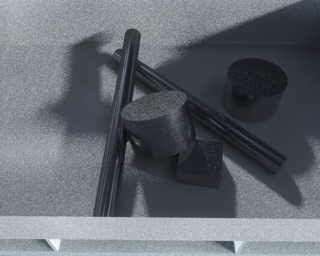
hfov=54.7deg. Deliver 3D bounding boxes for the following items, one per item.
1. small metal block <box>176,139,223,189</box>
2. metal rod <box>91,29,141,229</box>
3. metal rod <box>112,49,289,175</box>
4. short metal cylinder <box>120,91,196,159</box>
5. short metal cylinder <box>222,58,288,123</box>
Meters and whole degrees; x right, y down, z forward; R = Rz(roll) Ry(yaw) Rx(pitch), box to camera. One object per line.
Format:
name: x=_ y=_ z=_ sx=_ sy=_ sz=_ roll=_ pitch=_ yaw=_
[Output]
small metal block: x=0.048 y=0.041 z=0.371 sx=0.050 sy=0.025 sz=0.050 roll=7 pitch=50 yaw=5
metal rod: x=-0.050 y=-0.023 z=0.404 sx=0.025 sy=0.025 sz=0.300 roll=3 pitch=56 yaw=2
metal rod: x=0.039 y=-0.036 z=0.435 sx=0.300 sy=0.025 sz=0.025 roll=37 pitch=59 yaw=27
short metal cylinder: x=-0.001 y=-0.006 z=0.373 sx=0.080 sy=0.050 sz=0.080 roll=-13 pitch=25 yaw=7
short metal cylinder: x=0.131 y=-0.054 z=0.436 sx=0.081 sy=0.050 sz=0.080 roll=0 pitch=50 yaw=0
